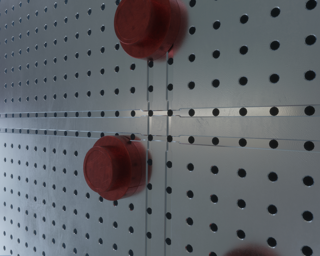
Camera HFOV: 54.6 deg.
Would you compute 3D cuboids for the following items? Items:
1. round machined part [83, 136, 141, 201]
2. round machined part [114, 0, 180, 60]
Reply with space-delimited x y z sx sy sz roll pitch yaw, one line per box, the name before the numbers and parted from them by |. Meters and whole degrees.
round machined part | -0.077 0.060 0.464 0.098 0.042 0.097 0 90 40
round machined part | -0.025 -0.144 0.420 0.098 0.042 0.097 0 90 40
